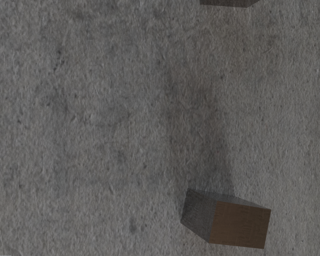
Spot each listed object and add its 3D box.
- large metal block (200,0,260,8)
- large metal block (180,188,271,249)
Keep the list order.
[{"bbox_3d":[0.101,-0.220,0.434,0.081,0.050,0.079,-5,92,-20],"label":"large metal block"},{"bbox_3d":[0.085,0.118,0.413,0.081,0.080,0.050,14,86,-20],"label":"large metal block"}]
